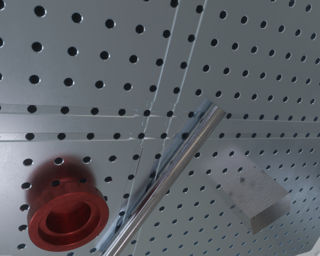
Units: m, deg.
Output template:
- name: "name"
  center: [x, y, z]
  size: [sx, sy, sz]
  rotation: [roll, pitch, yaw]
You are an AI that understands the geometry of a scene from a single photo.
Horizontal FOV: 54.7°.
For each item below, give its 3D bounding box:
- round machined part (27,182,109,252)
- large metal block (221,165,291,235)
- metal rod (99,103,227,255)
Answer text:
- name: "round machined part"
  center: [-0.120, 0.109, 0.403]
  size: [0.099, 0.042, 0.097]
  rotation: [-14, 124, -21]
- name: "large metal block"
  center: [0.168, 0.125, 0.545]
  size: [0.080, 0.080, 0.050]
  rotation: [-29, 128, -10]
- name: "metal rod"
  center: [-0.001, 0.091, 0.467]
  size: [0.025, 0.025, 0.299]
  rotation: [27, 103, -38]
